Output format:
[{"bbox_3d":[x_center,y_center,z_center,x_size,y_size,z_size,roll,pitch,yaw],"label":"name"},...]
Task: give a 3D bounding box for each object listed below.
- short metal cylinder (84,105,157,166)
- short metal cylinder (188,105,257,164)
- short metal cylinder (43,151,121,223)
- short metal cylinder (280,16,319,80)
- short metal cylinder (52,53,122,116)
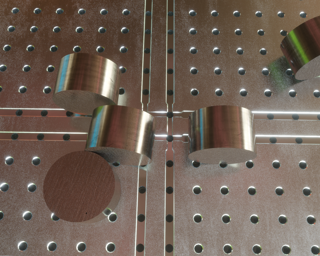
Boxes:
[{"bbox_3d":[-0.047,0.011,0.378,0.080,0.080,0.050,7,70,2],"label":"short metal cylinder"},{"bbox_3d":[0.075,0.011,0.379,0.080,0.080,0.050,2,70,0],"label":"short metal cylinder"},{"bbox_3d":[-0.090,0.072,0.371,0.080,0.050,0.080,0,71,1],"label":"short metal cylinder"},{"bbox_3d":[0.214,-0.108,0.423,0.081,0.080,0.050,-15,71,-6],"label":"short metal cylinder"},{"bbox_3d":[-0.093,-0.053,0.401,0.080,0.080,0.050,4,70,1],"label":"short metal cylinder"}]
